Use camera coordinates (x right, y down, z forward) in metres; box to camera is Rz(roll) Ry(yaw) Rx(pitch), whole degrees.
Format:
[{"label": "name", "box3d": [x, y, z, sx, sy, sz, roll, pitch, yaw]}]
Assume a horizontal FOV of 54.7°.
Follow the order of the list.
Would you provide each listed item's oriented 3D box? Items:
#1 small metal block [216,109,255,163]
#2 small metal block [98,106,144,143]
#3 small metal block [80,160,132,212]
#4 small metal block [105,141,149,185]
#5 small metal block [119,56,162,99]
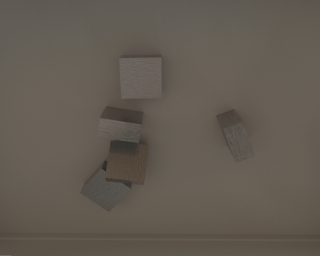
[{"label": "small metal block", "box3d": [0.098, 0.009, 0.403, 0.025, 0.050, 0.050, -21, 109, 7]}, {"label": "small metal block", "box3d": [-0.049, -0.005, 0.395, 0.050, 0.050, 0.025, 9, 110, -4]}, {"label": "small metal block", "box3d": [-0.076, 0.083, 0.441, 0.050, 0.025, 0.050, 38, 105, -13]}, {"label": "small metal block", "box3d": [-0.044, 0.047, 0.414, 0.050, 0.025, 0.050, 7, 69, -3]}, {"label": "small metal block", "box3d": [-0.023, -0.064, 0.387, 0.050, 0.025, 0.050, -1, 110, 0]}]
